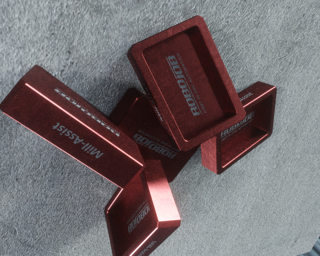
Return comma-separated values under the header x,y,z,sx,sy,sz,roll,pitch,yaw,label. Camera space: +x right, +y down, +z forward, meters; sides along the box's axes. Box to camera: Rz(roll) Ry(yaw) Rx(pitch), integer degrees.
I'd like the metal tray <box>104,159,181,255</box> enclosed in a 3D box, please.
x,y,z,sx,sy,sz,roll,pitch,yaw,label
-0.029,0.111,0.395,0.030,0.090,0.129,6,136,-31,metal tray

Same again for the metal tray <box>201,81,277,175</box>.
x,y,z,sx,sy,sz,roll,pitch,yaw,label
0.115,-0.002,0.448,0.131,0.030,0.089,-30,130,-28,metal tray

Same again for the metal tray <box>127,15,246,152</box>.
x,y,z,sx,sy,sz,roll,pitch,yaw,label
0.031,-0.049,0.355,0.090,0.030,0.129,-28,99,-11,metal tray

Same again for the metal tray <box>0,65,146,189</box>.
x,y,z,sx,sy,sz,roll,pitch,yaw,label
-0.079,-0.003,0.302,0.130,0.090,0.030,38,97,-23,metal tray

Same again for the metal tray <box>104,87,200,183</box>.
x,y,z,sx,sy,sz,roll,pitch,yaw,label
-0.010,0.015,0.410,0.131,0.030,0.090,28,103,-38,metal tray
